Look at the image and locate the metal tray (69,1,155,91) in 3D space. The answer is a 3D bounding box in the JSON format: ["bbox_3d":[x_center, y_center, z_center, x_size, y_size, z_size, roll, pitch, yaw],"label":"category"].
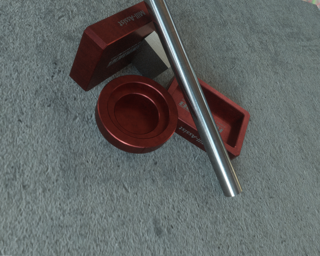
[{"bbox_3d":[-0.052,-0.110,0.403,0.030,0.090,0.131,45,51,2],"label":"metal tray"}]

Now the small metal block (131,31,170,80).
[{"bbox_3d":[-0.012,-0.100,0.439,0.050,0.050,0.025,49,52,-13],"label":"small metal block"}]

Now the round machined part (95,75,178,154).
[{"bbox_3d":[-0.031,-0.013,0.382,0.099,0.042,0.098,9,62,-18],"label":"round machined part"}]

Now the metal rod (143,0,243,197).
[{"bbox_3d":[0.039,-0.051,0.390,0.025,0.025,0.299,-30,100,-38],"label":"metal rod"}]

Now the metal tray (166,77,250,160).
[{"bbox_3d":[0.063,-0.019,0.449,0.130,0.030,0.090,33,51,-7],"label":"metal tray"}]
